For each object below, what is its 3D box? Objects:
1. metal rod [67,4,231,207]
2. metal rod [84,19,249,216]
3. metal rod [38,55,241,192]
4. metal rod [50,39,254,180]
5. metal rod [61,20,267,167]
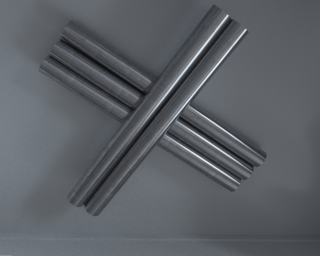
[{"bbox_3d":[-0.023,-0.015,0.377,0.025,0.025,0.299,36,106,-12],"label":"metal rod"},{"bbox_3d":[-0.002,-0.001,0.382,0.025,0.025,0.299,36,106,-12],"label":"metal rod"},{"bbox_3d":[-0.017,0.000,0.409,0.301,0.025,0.025,33,107,-12],"label":"metal rod"},{"bbox_3d":[-0.002,-0.018,0.403,0.301,0.025,0.025,33,107,-12],"label":"metal rod"},{"bbox_3d":[0.014,-0.037,0.396,0.301,0.025,0.025,33,107,-12],"label":"metal rod"}]
